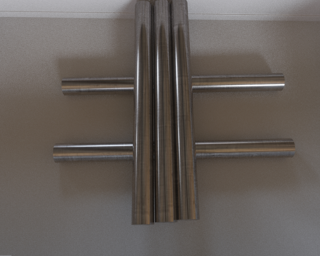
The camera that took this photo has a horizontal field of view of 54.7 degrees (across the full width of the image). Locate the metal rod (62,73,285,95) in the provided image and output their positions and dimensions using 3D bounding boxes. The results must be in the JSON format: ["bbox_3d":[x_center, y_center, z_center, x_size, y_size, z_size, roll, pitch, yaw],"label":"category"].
[{"bbox_3d":[0.019,-0.061,0.431,0.302,0.025,0.025,-1,70,-1],"label":"metal rod"}]

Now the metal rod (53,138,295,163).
[{"bbox_3d":[0.018,0.029,0.398,0.302,0.025,0.025,-1,70,-1],"label":"metal rod"}]

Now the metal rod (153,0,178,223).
[{"bbox_3d":[0.005,-0.036,0.394,0.025,0.025,0.299,-1,70,0],"label":"metal rod"}]

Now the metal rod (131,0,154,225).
[{"bbox_3d":[-0.021,-0.034,0.393,0.025,0.025,0.299,-1,70,0],"label":"metal rod"}]

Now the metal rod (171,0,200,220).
[{"bbox_3d":[0.029,-0.038,0.395,0.025,0.025,0.299,-1,70,0],"label":"metal rod"}]
